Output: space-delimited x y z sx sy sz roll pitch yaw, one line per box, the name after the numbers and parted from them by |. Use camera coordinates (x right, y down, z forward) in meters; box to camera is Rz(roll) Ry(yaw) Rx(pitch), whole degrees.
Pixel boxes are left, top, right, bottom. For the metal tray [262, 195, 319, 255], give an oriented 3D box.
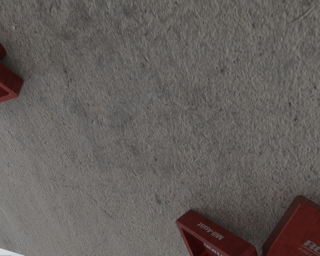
0.201 0.152 0.365 0.130 0.030 0.090 30 101 10 | metal tray

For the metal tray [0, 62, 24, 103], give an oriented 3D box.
-0.291 -0.071 0.474 0.130 0.030 0.090 -12 144 25 | metal tray

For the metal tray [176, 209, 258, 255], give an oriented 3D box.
0.083 0.176 0.430 0.130 0.030 0.090 14 131 57 | metal tray

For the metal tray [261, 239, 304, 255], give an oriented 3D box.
0.204 0.208 0.424 0.130 0.030 0.089 20 126 16 | metal tray

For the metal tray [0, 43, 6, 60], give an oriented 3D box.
-0.311 -0.124 0.490 0.130 0.030 0.090 -22 107 36 | metal tray
